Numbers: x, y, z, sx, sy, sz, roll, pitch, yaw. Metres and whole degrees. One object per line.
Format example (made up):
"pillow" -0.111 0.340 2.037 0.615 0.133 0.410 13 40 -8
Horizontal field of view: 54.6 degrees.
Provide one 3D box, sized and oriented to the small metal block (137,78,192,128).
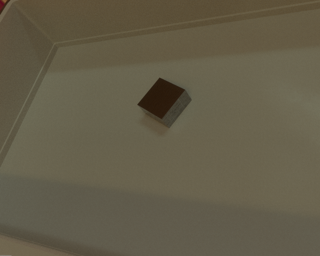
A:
"small metal block" 0.006 -0.035 0.425 0.050 0.025 0.050 32 79 38
